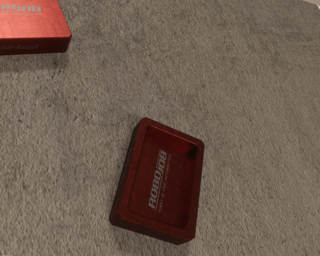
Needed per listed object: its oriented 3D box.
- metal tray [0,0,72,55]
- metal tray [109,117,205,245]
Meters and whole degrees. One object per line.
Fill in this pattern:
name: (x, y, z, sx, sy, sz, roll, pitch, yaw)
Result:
metal tray: (-0.188, -0.135, 0.382, 0.131, 0.030, 0.090, -13, 68, -34)
metal tray: (0.002, 0.060, 0.366, 0.091, 0.030, 0.130, 23, 53, -15)
